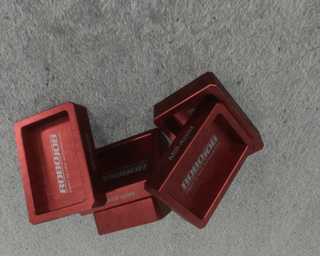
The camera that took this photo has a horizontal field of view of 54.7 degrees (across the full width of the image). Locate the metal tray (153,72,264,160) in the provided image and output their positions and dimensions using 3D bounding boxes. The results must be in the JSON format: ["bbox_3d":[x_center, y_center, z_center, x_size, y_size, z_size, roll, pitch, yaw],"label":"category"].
[{"bbox_3d":[0.065,-0.001,0.406,0.090,0.030,0.130,-31,124,23],"label":"metal tray"}]

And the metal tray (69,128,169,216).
[{"bbox_3d":[-0.053,0.057,0.414,0.130,0.090,0.030,-19,128,15],"label":"metal tray"}]

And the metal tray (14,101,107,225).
[{"bbox_3d":[-0.124,0.043,0.381,0.090,0.129,0.030,-19,166,15],"label":"metal tray"}]

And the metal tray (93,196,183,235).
[{"bbox_3d":[-0.024,0.112,0.447,0.090,0.030,0.130,-19,173,15],"label":"metal tray"}]

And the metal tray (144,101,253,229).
[{"bbox_3d":[0.051,0.043,0.373,0.090,0.030,0.130,45,72,-31],"label":"metal tray"}]
